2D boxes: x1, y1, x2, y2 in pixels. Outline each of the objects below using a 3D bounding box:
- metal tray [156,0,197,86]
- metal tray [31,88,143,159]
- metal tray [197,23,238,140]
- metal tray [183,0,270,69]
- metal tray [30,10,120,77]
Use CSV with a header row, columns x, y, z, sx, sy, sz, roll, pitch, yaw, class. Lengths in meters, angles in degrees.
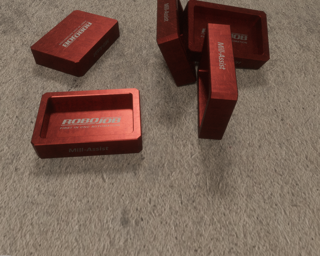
x,y,z,sx,sy,sz,roll,pitch,yaw,class
0.026,-0.139,0.475,0.030,0.090,0.130,-14,48,16,metal tray
-0.090,-0.008,0.405,0.131,0.030,0.090,-3,50,-3,metal tray
0.071,-0.061,0.405,0.030,0.090,0.130,5,55,-1,metal tray
0.103,-0.146,0.486,0.131,0.030,0.090,5,73,-11,metal tray
-0.138,-0.146,0.521,0.090,0.030,0.130,19,52,15,metal tray
